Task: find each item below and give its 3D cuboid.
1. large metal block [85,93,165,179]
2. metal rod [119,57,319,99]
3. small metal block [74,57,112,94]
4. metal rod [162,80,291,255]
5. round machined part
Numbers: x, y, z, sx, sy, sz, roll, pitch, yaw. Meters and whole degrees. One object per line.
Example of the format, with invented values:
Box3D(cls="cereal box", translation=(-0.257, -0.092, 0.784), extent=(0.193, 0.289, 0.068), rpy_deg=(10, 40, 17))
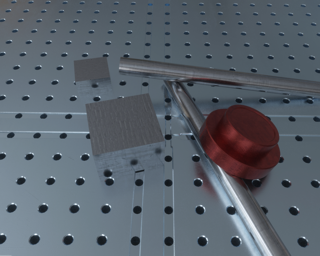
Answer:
Box3D(cls="large metal block", translation=(-0.043, 0.008, 0.384), extent=(0.081, 0.050, 0.080), rpy_deg=(-11, 51, -10))
Box3D(cls="metal rod", translation=(0.094, -0.071, 0.445), extent=(0.302, 0.025, 0.025), rpy_deg=(6, 50, -5))
Box3D(cls="small metal block", translation=(-0.103, -0.081, 0.475), extent=(0.050, 0.025, 0.050), rpy_deg=(-9, 51, -8))
Box3D(cls="metal rod", translation=(0.066, 0.026, 0.386), extent=(0.025, 0.025, 0.300), rpy_deg=(-16, 52, -13))
Box3D(cls="round machined part", translation=(0.100, 0.009, 0.370), extent=(0.099, 0.042, 0.098), rpy_deg=(15, 41, -13))
